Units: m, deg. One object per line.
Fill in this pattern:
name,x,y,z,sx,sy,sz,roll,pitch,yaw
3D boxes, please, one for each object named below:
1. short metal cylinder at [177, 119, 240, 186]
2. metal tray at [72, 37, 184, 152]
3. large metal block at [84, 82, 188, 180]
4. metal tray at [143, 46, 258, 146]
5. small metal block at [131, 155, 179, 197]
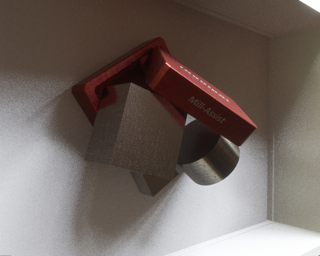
short metal cylinder,0.061,0.031,0.423,0.050,0.080,0.080,47,62,-30
metal tray,-0.029,-0.043,0.378,0.131,0.030,0.090,-41,115,-32
large metal block,-0.023,0.006,0.329,0.080,0.050,0.080,21,77,-38
metal tray,0.044,-0.039,0.363,0.131,0.090,0.030,31,108,-21
small metal block,-0.009,0.052,0.399,0.050,0.025,0.050,-36,112,-34
